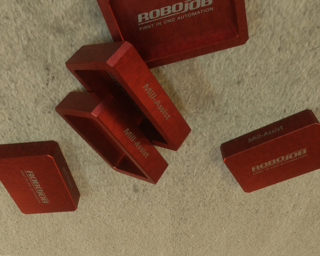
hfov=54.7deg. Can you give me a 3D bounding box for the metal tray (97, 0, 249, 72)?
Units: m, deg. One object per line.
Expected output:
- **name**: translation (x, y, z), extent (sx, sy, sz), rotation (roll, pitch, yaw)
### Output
- **metal tray**: translation (0.015, -0.113, 0.307), extent (0.131, 0.030, 0.090), rotation (-13, 129, 10)

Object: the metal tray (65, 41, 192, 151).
- **metal tray**: translation (-0.033, -0.032, 0.340), extent (0.090, 0.030, 0.130), rotation (12, 148, 47)

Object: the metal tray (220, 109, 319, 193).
- **metal tray**: translation (0.164, 0.037, 0.438), extent (0.130, 0.030, 0.090), rotation (-25, 126, 19)

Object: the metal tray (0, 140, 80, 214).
- **metal tray**: translation (-0.184, 0.079, 0.468), extent (0.091, 0.030, 0.129), rotation (-5, 130, 3)

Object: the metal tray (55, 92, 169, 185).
- **metal tray**: translation (-0.057, 0.013, 0.381), extent (0.090, 0.030, 0.130), rotation (8, 144, 45)
